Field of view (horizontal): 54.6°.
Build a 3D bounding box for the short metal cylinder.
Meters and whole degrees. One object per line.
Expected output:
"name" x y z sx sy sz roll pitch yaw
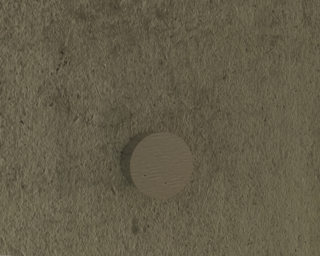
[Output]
"short metal cylinder" -0.005 0.044 0.394 0.081 0.050 0.080 0 90 -20
